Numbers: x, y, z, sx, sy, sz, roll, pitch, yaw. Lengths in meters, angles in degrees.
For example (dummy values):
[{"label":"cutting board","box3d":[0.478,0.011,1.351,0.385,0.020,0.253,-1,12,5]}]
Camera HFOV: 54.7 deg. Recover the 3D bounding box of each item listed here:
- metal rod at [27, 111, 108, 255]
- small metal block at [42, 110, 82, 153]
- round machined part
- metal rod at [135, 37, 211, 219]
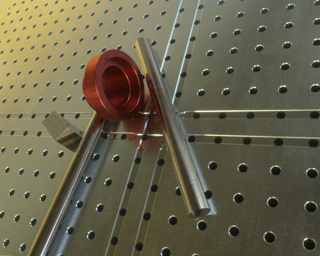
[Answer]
[{"label":"metal rod","box3d":[-0.125,0.082,0.423,0.025,0.025,0.300,6,65,31]},{"label":"small metal block","box3d":[-0.141,0.007,0.462,0.025,0.050,0.050,-47,51,-4]},{"label":"round machined part","box3d":[-0.068,-0.057,0.434,0.042,0.098,0.098,-7,58,35]},{"label":"metal rod","box3d":[0.007,-0.024,0.419,0.025,0.025,0.299,-26,52,12]}]
